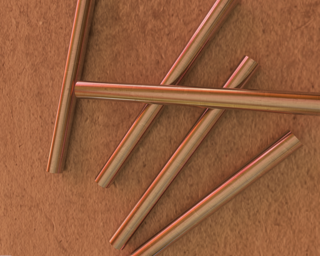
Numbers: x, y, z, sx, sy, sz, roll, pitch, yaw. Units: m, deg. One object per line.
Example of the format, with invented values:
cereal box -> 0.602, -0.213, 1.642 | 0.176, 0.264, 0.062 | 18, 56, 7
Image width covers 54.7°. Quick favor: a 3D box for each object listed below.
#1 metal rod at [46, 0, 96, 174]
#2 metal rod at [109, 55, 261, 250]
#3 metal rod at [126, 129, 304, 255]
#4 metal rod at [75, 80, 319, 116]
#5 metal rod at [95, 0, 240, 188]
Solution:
metal rod -> -0.127, -0.081, 0.452 | 0.025, 0.025, 0.298 | 13, 94, 19
metal rod -> 0.026, 0.040, 0.399 | 0.025, 0.025, 0.299 | 39, 102, 15
metal rod -> 0.047, 0.108, 0.391 | 0.299, 0.025, 0.025 | -42, 77, 14
metal rod -> 0.034, -0.038, 0.368 | 0.301, 0.025, 0.025 | 6, 92, 19
metal rod -> 0.003, -0.043, 0.407 | 0.025, 0.025, 0.299 | 38, 102, 15
